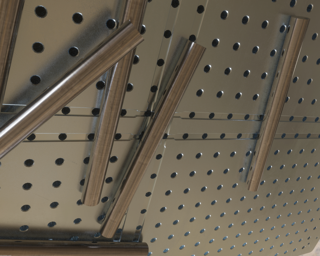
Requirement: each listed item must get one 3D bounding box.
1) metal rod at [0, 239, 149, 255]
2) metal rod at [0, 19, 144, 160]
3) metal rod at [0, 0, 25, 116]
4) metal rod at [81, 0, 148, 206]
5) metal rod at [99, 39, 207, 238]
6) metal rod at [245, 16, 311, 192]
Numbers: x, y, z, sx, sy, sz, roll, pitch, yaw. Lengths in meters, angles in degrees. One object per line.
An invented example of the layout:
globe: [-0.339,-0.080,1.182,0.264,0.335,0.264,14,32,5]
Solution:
metal rod: [-0.145,0.171,0.436,0.302,0.025,0.025,16,110,-35]
metal rod: [-0.140,-0.003,0.316,0.300,0.025,0.025,-39,130,4]
metal rod: [-0.124,-0.130,0.262,0.025,0.025,0.298,10,114,-33]
metal rod: [-0.054,-0.033,0.360,0.025,0.025,0.298,3,117,-30]
metal rod: [-0.017,0.027,0.417,0.025,0.025,0.298,13,111,-34]
metal rod: [0.180,-0.021,0.495,0.025,0.025,0.298,-9,123,-24]
